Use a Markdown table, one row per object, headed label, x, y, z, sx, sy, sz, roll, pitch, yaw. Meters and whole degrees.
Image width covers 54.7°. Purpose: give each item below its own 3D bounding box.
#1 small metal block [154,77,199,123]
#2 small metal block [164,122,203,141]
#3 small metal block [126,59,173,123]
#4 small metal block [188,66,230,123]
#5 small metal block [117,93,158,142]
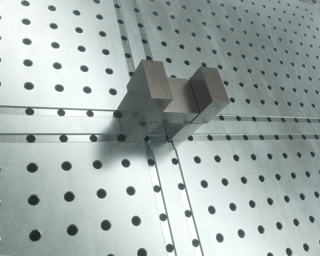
| label | x | y | z | sx | sy | sz | roll | pitch | yaw |
| --- | --- | --- | --- | --- | --- | --- | --- | --- | --- |
| small metal block | 0.014 | -0.034 | 0.374 | 0.050 | 0.025 | 0.050 | 1 | 61 | -28 |
| small metal block | 0.028 | -0.016 | 0.418 | 0.025 | 0.050 | 0.050 | -1 | 62 | -29 |
| small metal block | -0.013 | -0.040 | 0.345 | 0.025 | 0.050 | 0.050 | 0 | 61 | -28 |
| small metal block | 0.054 | -0.040 | 0.381 | 0.025 | 0.050 | 0.050 | 0 | 61 | -28 |
| small metal block | -0.029 | -0.016 | 0.387 | 0.025 | 0.050 | 0.050 | 1 | 62 | -28 |
